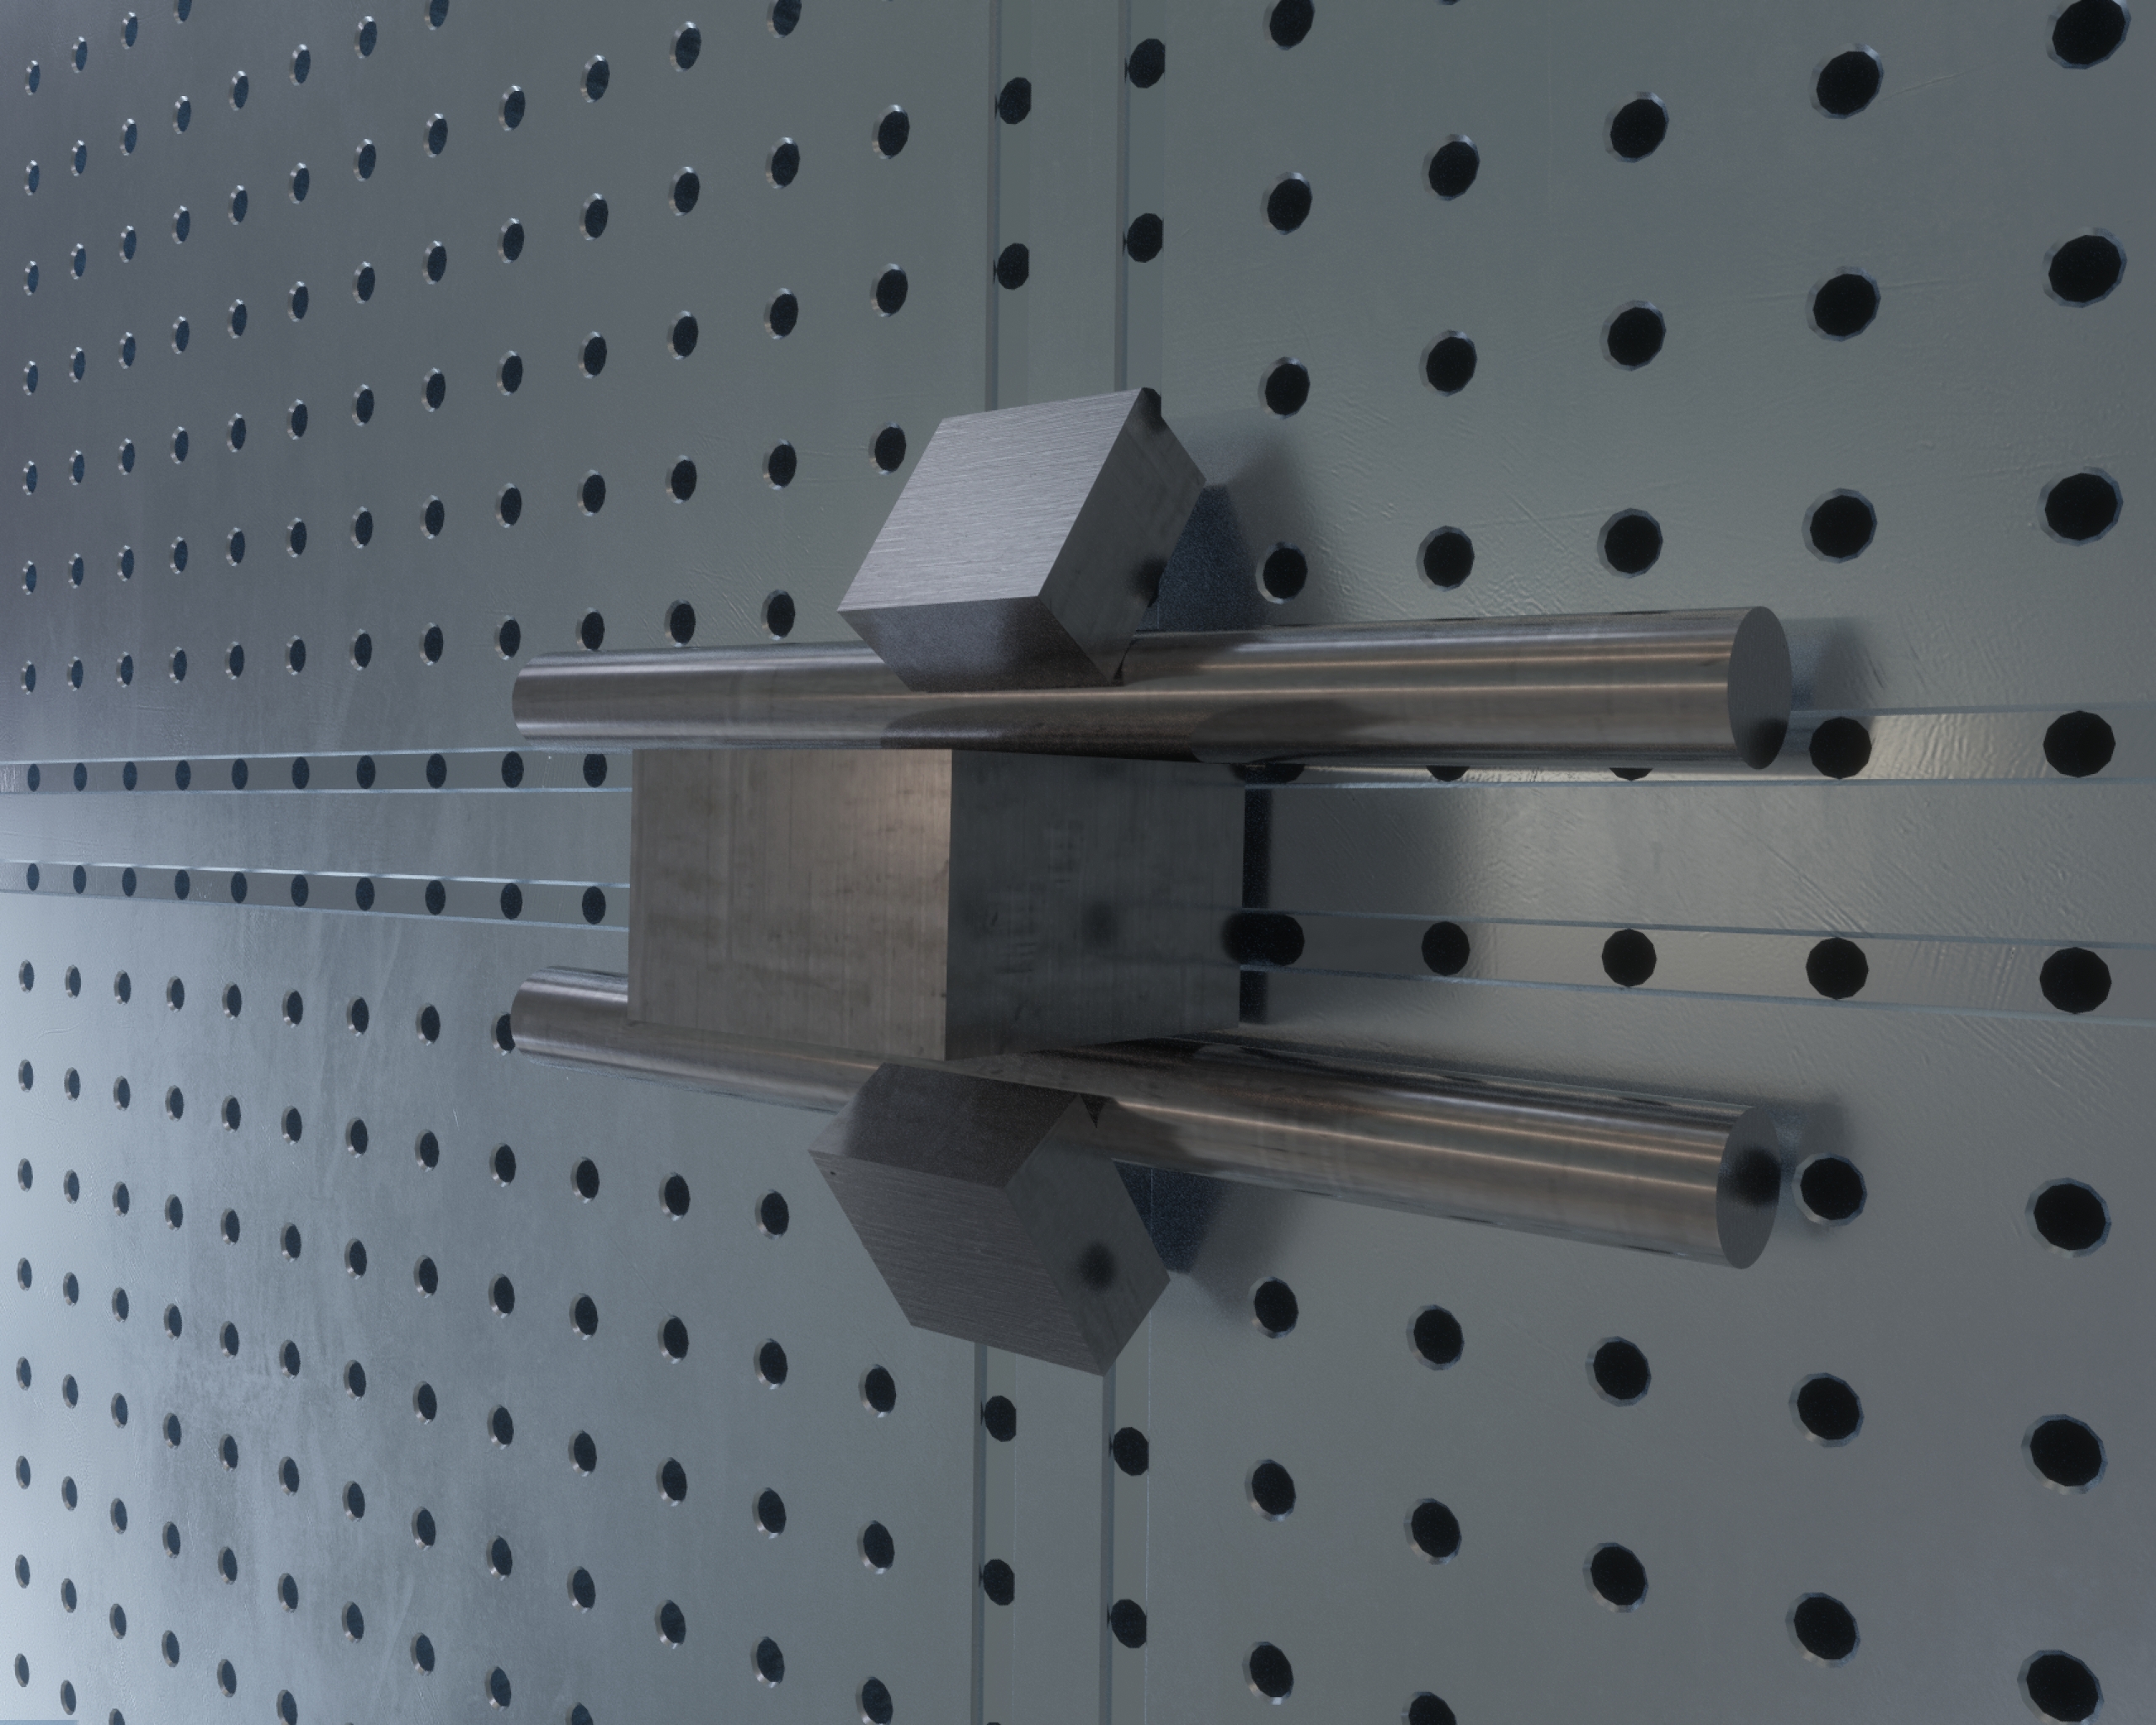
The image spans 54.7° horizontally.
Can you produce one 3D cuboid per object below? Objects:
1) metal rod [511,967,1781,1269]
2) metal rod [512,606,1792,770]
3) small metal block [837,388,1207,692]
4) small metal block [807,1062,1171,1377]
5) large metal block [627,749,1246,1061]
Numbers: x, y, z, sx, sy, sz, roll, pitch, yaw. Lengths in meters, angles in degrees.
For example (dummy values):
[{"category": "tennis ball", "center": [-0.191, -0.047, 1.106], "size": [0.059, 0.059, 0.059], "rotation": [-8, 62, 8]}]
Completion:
[{"category": "metal rod", "center": [-0.013, 0.044, 0.415], "size": [0.300, 0.025, 0.025], "rotation": [3, 92, 39]}, {"category": "metal rod", "center": [-0.012, -0.033, 0.413], "size": [0.300, 0.025, 0.025], "rotation": [3, 92, 39]}, {"category": "small metal block", "center": [-0.010, -0.061, 0.398], "size": [0.050, 0.025, 0.050], "rotation": [2, 57, 39]}, {"category": "small metal block", "center": [-0.017, 0.068, 0.403], "size": [0.050, 0.025, 0.050], "rotation": [4, 130, 39]}, {"category": "large metal block", "center": [-0.026, 0.005, 0.389], "size": [0.080, 0.081, 0.050], "rotation": [3, 92, 40]}]
